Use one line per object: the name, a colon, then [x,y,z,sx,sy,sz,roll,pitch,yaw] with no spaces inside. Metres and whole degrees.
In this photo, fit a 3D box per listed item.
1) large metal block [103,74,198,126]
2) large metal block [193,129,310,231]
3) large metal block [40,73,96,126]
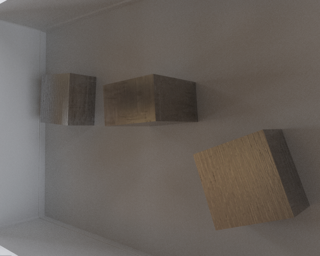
large metal block: [-0.011,-0.029,0.378,0.080,0.081,0.050,-5,87,39]
large metal block: [0.091,0.052,0.315,0.080,0.050,0.080,-25,75,37]
large metal block: [-0.153,-0.046,0.514,0.080,0.050,0.079,5,93,39]
